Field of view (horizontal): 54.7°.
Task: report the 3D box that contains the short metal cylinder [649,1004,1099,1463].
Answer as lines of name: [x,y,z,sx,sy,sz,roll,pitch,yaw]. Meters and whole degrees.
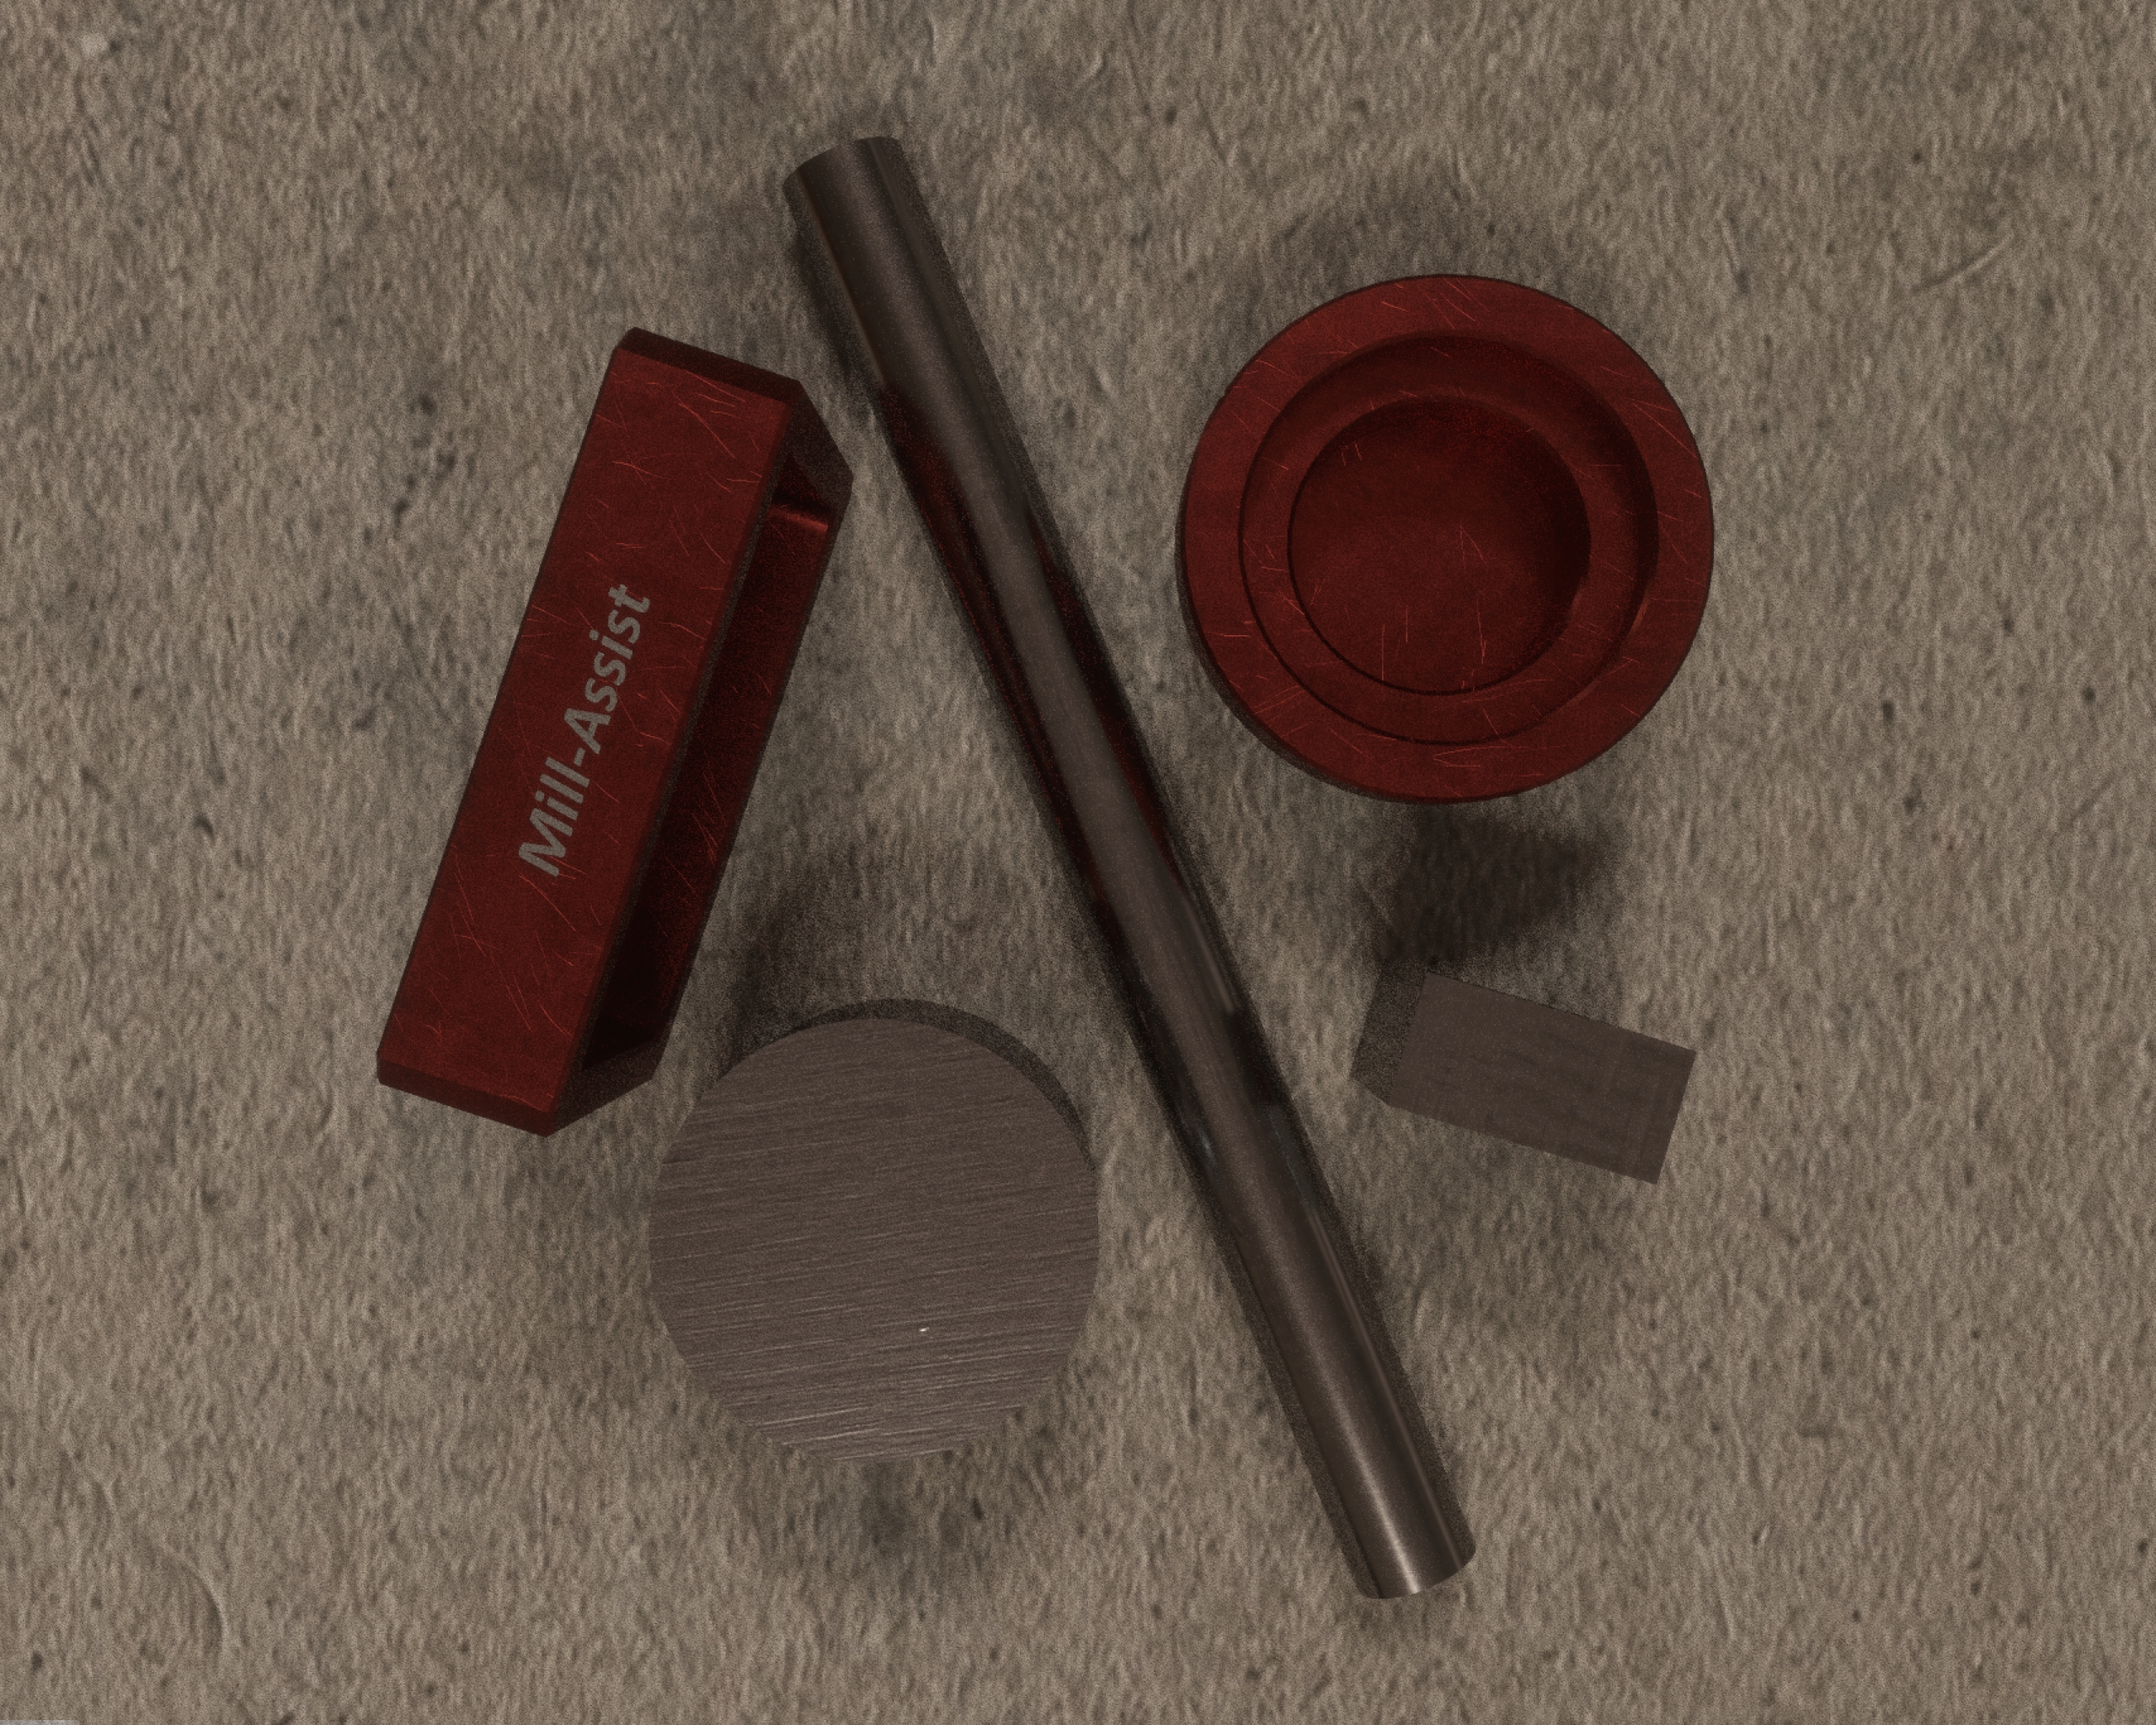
short metal cylinder: [-0.037,0.068,0.398,0.081,0.050,0.079,0,90,-1]

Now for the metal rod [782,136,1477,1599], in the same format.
metal rod: [0.010,0.001,0.412,0.025,0.025,0.299,-22,90,0]

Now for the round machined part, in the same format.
round machined part: [0.068,-0.060,0.403,0.099,0.042,0.097,0,90,-1]

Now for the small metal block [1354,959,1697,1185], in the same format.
small metal block: [0.083,0.038,0.397,0.050,0.050,0.025,17,90,-1]

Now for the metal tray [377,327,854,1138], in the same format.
metal tray: [-0.079,-0.021,0.378,0.030,0.090,0.129,19,90,0]
